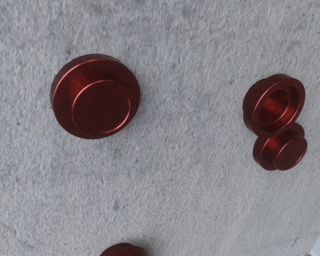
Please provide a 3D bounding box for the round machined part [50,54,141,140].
[{"bbox_3d":[-0.067,-0.028,0.343,0.099,0.042,0.097,-14,125,-21],"label":"round machined part"}]

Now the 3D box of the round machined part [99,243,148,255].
[{"bbox_3d":[-0.065,0.227,0.503,0.099,0.042,0.097,-14,125,-21],"label":"round machined part"}]

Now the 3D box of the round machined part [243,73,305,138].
[{"bbox_3d":[0.165,-0.036,0.466,0.099,0.042,0.097,-14,125,-21],"label":"round machined part"}]

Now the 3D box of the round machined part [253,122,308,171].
[{"bbox_3d":[0.214,0.035,0.538,0.099,0.042,0.097,-14,125,-21],"label":"round machined part"}]
